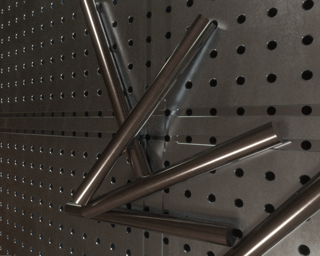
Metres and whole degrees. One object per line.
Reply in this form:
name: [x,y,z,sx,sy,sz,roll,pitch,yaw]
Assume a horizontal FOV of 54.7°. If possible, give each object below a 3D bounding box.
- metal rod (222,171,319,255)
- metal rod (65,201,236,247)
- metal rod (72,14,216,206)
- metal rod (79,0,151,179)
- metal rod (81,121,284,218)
metal rod: [0.100,0.122,0.325,0.025,0.025,0.298,51,119,27]
metal rod: [-0.037,0.128,0.437,0.300,0.025,0.025,-5,87,39]
metal rod: [-0.030,-0.012,0.405,0.025,0.025,0.299,46,109,30]
metal rod: [-0.071,-0.069,0.465,0.025,0.025,0.299,-31,71,35]
metal rod: [0.005,0.064,0.388,0.299,0.025,0.025,-28,73,31]
